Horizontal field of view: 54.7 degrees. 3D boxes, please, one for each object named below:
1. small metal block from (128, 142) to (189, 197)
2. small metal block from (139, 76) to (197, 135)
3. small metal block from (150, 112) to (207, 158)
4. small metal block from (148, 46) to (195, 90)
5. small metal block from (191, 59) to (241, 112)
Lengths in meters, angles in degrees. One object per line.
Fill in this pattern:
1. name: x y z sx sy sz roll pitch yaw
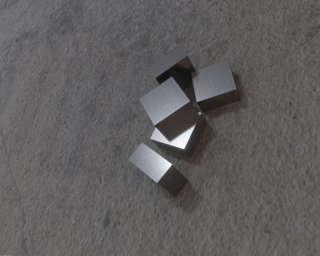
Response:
1. small metal block: -0.001 0.049 0.358 0.050 0.050 0.025 33 80 38
2. small metal block: 0.009 -0.028 0.383 0.050 0.025 0.050 -34 51 5
3. small metal block: 0.024 0.004 0.388 0.050 0.025 0.050 15 69 34
4. small metal block: 0.020 -0.075 0.422 0.050 0.050 0.025 -35 52 5
5. small metal block: 0.071 -0.054 0.399 0.050 0.025 0.050 -18 55 17
